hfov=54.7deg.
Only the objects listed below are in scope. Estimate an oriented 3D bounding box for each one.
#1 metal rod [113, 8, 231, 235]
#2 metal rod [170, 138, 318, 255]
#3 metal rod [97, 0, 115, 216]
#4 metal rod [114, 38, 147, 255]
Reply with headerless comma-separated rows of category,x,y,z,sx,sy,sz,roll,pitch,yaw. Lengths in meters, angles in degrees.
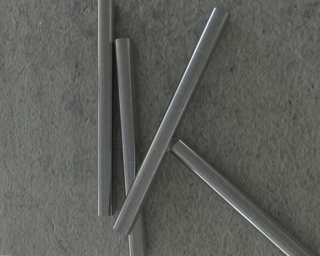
metal rod,0.013,-0.006,0.388,0.025,0.025,0.299,25,93,18
metal rod,0.130,0.118,0.362,0.300,0.025,0.025,41,103,15
metal rod,-0.075,-0.029,0.434,0.025,0.025,0.298,0,90,19
metal rod,-0.040,0.029,0.421,0.025,0.025,0.298,-4,89,19
